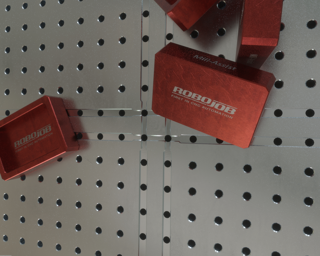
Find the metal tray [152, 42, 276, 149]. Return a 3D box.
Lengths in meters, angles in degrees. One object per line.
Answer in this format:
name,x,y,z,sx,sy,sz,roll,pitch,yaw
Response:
metal tray,0.056,-0.038,0.364,0.130,0.030,0.089,22,135,18

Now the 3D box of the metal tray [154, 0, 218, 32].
metal tray,0.055,-0.181,0.361,0.130,0.030,0.090,-43,32,14

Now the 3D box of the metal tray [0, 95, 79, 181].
metal tray,-0.198,0.017,0.477,0.130,0.030,0.090,-25,82,18

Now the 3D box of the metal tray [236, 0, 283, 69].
metal tray,0.100,-0.116,0.320,0.030,0.130,0.089,6,92,11
